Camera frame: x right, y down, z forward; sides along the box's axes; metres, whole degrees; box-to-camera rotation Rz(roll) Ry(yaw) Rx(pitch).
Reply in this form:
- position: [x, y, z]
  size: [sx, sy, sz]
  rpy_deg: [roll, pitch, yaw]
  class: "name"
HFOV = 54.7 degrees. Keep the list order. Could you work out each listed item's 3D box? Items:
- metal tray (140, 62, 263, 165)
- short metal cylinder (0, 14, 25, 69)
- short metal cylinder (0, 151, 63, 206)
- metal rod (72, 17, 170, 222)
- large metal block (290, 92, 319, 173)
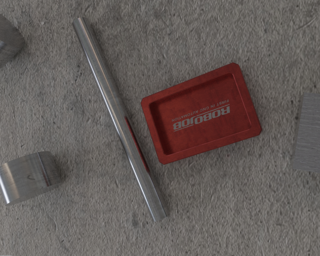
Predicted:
- position: [0.050, -0.015, 0.388]
  size: [0.130, 0.030, 0.090]
  rpy_deg: [-20, 84, 18]
  class: "metal tray"
- position: [-0.257, -0.137, 0.470]
  size: [0.050, 0.080, 0.080]
  rpy_deg: [-39, 78, 16]
  class: "short metal cylinder"
- position: [-0.188, 0.072, 0.446]
  size: [0.080, 0.080, 0.050]
  rpy_deg: [-26, 81, 18]
  class: "short metal cylinder"
- position: [-0.057, -0.017, 0.428]
  size: [0.025, 0.025, 0.299]
  rpy_deg: [-26, 82, 18]
  class: "metal rod"
- position: [0.189, 0.008, 0.329]
  size: [0.080, 0.050, 0.079]
  rpy_deg: [8, 93, 19]
  class: "large metal block"
